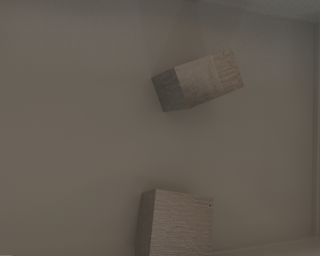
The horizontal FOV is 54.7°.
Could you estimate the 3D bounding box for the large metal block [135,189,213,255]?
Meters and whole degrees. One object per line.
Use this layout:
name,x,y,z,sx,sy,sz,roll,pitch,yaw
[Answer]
large metal block,0.019,0.126,0.394,0.081,0.050,0.080,13,68,-20

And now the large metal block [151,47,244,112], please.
large metal block,0.045,-0.059,0.399,0.081,0.080,0.050,-23,98,-19
